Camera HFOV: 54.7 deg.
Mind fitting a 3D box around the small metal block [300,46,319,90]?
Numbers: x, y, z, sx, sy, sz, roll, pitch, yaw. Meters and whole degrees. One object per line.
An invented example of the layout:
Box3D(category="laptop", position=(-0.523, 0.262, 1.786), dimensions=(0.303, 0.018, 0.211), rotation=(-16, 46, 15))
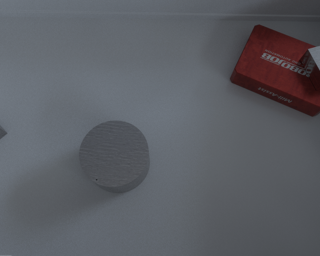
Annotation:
Box3D(category="small metal block", position=(0.225, -0.083, 0.411), dimensions=(0.050, 0.025, 0.050), rotation=(-16, 71, -6))

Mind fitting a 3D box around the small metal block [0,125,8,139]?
Box3D(category="small metal block", position=(-0.241, 0.003, 0.406), dimensions=(0.050, 0.025, 0.050), rotation=(43, 75, 14))

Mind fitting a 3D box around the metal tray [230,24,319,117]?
Box3D(category="metal tray", position=(0.178, -0.083, 0.440), dimensions=(0.130, 0.030, 0.090), rotation=(25, 72, 8))

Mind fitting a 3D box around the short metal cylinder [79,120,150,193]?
Box3D(category="short metal cylinder", position=(-0.053, 0.037, 0.382), dimensions=(0.081, 0.050, 0.080), rotation=(0, 70, 0))
